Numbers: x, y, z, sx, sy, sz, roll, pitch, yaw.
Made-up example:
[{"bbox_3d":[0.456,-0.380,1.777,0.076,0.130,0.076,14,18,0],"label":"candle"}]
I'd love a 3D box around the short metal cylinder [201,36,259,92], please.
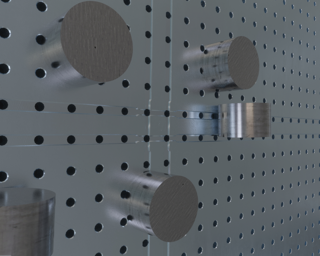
[{"bbox_3d":[0.111,-0.098,0.485,0.081,0.050,0.079,0,90,-40],"label":"short metal cylinder"}]

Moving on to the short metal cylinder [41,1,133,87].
[{"bbox_3d":[-0.076,-0.086,0.328,0.081,0.050,0.079,0,90,-40],"label":"short metal cylinder"}]

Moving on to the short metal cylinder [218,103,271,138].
[{"bbox_3d":[0.131,-0.012,0.483,0.081,0.080,0.050,-2,92,-40],"label":"short metal cylinder"}]

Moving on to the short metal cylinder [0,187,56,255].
[{"bbox_3d":[-0.132,0.082,0.263,0.081,0.080,0.050,3,88,-40],"label":"short metal cylinder"}]

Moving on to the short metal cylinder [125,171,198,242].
[{"bbox_3d":[0.003,0.098,0.395,0.081,0.050,0.079,0,90,-40],"label":"short metal cylinder"}]
